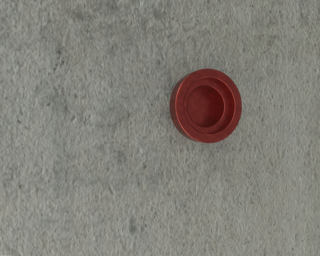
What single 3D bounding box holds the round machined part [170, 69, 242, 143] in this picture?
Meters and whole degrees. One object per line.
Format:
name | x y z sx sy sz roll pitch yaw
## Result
round machined part | 0.058 -0.029 0.423 0.099 0.042 0.097 0 90 -21
